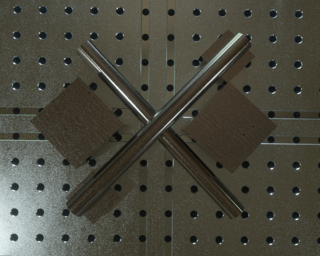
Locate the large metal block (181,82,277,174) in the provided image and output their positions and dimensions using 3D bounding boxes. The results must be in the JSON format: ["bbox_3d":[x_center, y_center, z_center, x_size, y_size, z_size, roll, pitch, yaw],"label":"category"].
[{"bbox_3d":[0.086,0.000,0.401,0.080,0.050,0.080,43,90,0],"label":"large metal block"}]

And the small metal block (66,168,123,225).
[{"bbox_3d":[-0.086,0.090,0.413,0.050,0.025,0.050,45,90,0],"label":"small metal block"}]

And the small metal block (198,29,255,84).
[{"bbox_3d":[0.088,-0.093,0.414,0.050,0.025,0.050,-44,90,0],"label":"small metal block"}]

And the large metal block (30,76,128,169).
[{"bbox_3d":[-0.101,-0.006,0.400,0.080,0.050,0.080,-43,90,0],"label":"large metal block"}]

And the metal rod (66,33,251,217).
[{"bbox_3d":[-0.001,-0.004,0.388,0.300,0.025,0.025,-45,90,0],"label":"metal rod"}]

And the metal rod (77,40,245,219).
[{"bbox_3d":[0.001,0.002,0.412,0.025,0.025,0.300,-43,90,0],"label":"metal rod"}]
